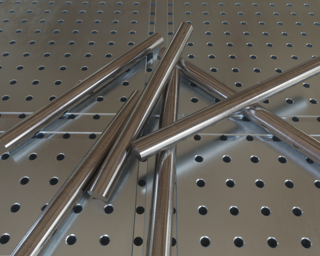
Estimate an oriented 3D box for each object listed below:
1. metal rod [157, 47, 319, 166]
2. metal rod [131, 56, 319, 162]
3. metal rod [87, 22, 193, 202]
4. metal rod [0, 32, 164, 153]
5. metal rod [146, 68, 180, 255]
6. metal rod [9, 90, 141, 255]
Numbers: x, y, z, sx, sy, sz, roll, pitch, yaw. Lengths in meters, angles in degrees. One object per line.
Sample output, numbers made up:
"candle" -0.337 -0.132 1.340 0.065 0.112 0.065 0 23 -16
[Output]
"metal rod" 0.108 -0.039 0.440 0.025 0.025 0.300 -36 59 -26
"metal rod" 0.102 -0.033 0.401 0.302 0.025 0.025 -25 54 -20
"metal rod" -0.014 -0.042 0.420 0.025 0.025 0.300 17 59 14
"metal rod" -0.100 -0.066 0.462 0.025 0.025 0.301 33 57 24
"metal rod" 0.008 0.031 0.381 0.025 0.025 0.300 3 50 3
"metal rod" -0.092 0.060 0.356 0.025 0.025 0.301 20 53 16
